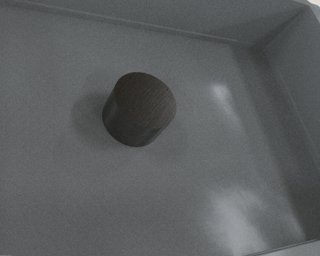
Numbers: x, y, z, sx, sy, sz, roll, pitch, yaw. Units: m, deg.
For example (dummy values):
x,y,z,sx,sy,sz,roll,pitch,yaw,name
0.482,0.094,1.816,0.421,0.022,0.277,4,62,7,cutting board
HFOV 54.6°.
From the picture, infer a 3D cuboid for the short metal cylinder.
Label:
x,y,z,sx,sy,sz,roll,pitch,yaw,name
-0.026,-0.023,0.389,0.081,0.050,0.080,13,56,-21,short metal cylinder
